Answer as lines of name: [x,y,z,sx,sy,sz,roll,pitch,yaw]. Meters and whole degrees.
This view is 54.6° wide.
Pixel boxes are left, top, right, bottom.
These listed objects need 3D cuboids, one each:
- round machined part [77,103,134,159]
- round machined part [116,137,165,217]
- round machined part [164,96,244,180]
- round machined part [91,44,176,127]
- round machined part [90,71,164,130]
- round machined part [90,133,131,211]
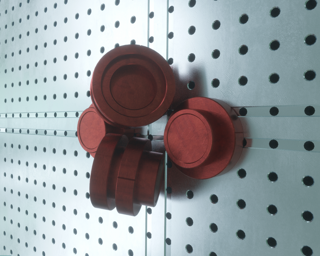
round machined part: [-0.089,0.003,0.473,0.098,0.042,0.097,0,90,40]
round machined part: [-0.021,0.062,0.392,0.042,0.098,0.097,9,97,8]
round machined part: [0.043,0.012,0.364,0.098,0.042,0.097,0,90,40]
round machined part: [-0.033,-0.049,0.381,0.042,0.099,0.098,157,109,-79]
round machined part: [-0.042,-0.046,0.412,0.042,0.099,0.098,157,109,-79]
round machined part: [-0.052,0.057,0.400,0.042,0.098,0.097,8,96,8]
